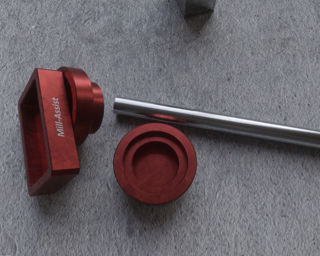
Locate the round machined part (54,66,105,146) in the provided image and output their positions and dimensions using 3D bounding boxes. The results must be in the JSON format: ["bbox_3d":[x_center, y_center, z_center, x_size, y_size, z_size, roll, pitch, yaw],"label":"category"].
[{"bbox_3d":[-0.104,-0.026,0.388,0.042,0.098,0.098,0,65,-39],"label":"round machined part"}]

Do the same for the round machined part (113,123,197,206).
[{"bbox_3d":[-0.006,0.046,0.382,0.099,0.042,0.098,0,70,0],"label":"round machined part"}]

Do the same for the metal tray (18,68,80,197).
[{"bbox_3d":[-0.137,0.006,0.370,0.030,0.090,0.130,0,65,-39],"label":"metal tray"}]

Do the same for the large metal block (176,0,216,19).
[{"bbox_3d":[0.049,-0.227,0.462,0.050,0.080,0.080,-18,71,-6],"label":"large metal block"}]

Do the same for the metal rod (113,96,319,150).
[{"bbox_3d":[0.089,-0.005,0.410,0.302,0.025,0.025,10,70,3],"label":"metal rod"}]
